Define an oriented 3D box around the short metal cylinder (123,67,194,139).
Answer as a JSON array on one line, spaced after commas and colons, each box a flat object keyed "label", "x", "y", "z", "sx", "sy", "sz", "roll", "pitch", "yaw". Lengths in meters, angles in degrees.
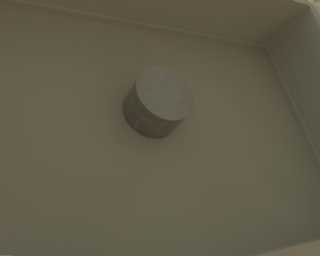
[{"label": "short metal cylinder", "x": -0.003, "y": -0.032, "z": 0.407, "sx": 0.081, "sy": 0.050, "sz": 0.080, "roll": 13, "pitch": 56, "yaw": -21}]
